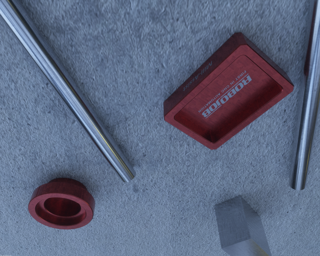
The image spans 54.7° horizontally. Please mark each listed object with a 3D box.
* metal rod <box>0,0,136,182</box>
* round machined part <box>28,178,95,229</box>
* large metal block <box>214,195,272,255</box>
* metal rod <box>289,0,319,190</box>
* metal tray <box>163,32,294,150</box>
[{"bbox_3d":[-0.104,-0.033,0.377,0.025,0.025,0.299,-17,129,14],"label":"metal rod"},{"bbox_3d":[-0.153,0.117,0.493,0.099,0.042,0.097,-1,130,0],"label":"round machined part"},{"bbox_3d":[0.139,0.174,0.522,0.050,0.080,0.080,-29,125,22],"label":"large metal block"},{"bbox_3d":[0.187,-0.024,0.389,0.025,0.025,0.298,-9,130,7],"label":"metal rod"},{"bbox_3d":[0.078,-0.037,0.373,0.090,0.030,0.129,32,123,-25],"label":"metal tray"}]
